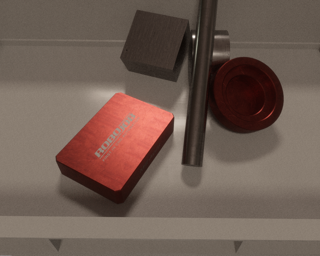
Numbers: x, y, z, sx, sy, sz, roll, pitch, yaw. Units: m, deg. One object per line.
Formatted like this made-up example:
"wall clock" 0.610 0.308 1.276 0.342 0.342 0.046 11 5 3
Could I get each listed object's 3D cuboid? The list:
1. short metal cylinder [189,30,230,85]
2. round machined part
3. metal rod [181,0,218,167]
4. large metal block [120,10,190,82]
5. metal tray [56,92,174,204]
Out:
"short metal cylinder" 0.070 -0.103 0.457 0.050 0.080 0.080 1 50 1
"round machined part" 0.109 -0.041 0.412 0.099 0.042 0.098 3 78 -14
"metal rod" 0.056 -0.100 0.402 0.025 0.025 0.299 6 78 5
"large metal block" -0.004 -0.124 0.472 0.080 0.050 0.080 15 81 12
"metal tray" -0.051 0.018 0.386 0.090 0.030 0.130 24 54 18
